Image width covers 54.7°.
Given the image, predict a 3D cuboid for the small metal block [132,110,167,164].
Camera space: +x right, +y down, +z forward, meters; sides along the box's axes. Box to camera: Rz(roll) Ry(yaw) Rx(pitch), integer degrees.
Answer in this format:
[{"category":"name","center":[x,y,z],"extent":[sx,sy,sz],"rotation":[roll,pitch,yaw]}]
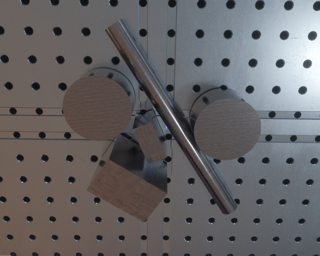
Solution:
[{"category":"small metal block","center":[-0.012,0.010,0.399],"extent":[0.025,0.050,0.050],"rotation":[-20,109,7]}]

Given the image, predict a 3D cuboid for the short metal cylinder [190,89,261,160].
[{"category":"short metal cylinder","center":[0.081,-0.006,0.395],"extent":[0.081,0.050,0.079],"rotation":[0,110,0]}]

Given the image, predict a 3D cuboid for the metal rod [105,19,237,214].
[{"category":"metal rod","center":[0.024,-0.002,0.409],"extent":[0.025,0.025,0.299],"rotation":[-30,108,10]}]

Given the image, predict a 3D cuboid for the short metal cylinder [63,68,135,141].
[{"category":"short metal cylinder","center":[-0.073,-0.030,0.384],"extent":[0.081,0.050,0.079],"rotation":[0,110,0]}]

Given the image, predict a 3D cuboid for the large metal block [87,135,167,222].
[{"category":"large metal block","center":[-0.038,0.061,0.401],"extent":[0.080,0.080,0.050],"rotation":[33,108,-11]}]
